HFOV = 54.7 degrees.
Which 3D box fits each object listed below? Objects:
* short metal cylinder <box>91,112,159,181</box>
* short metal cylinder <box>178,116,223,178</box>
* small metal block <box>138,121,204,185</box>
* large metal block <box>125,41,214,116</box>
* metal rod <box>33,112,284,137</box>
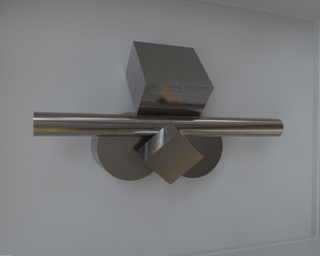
[{"bbox_3d":[-0.041,0.021,0.382,0.081,0.050,0.079,0,90,-21],"label":"short metal cylinder"},{"bbox_3d":[0.035,0.023,0.410,0.081,0.050,0.079,0,90,-21],"label":"short metal cylinder"},{"bbox_3d":[0.012,0.029,0.350,0.050,0.025,0.050,-41,124,6],"label":"small metal block"},{"bbox_3d":[0.008,-0.058,0.378,0.081,0.050,0.080,1,47,-20],"label":"large metal block"},{"bbox_3d":[0.015,-0.002,0.363,0.303,0.025,0.025,1,90,-21],"label":"metal rod"}]
